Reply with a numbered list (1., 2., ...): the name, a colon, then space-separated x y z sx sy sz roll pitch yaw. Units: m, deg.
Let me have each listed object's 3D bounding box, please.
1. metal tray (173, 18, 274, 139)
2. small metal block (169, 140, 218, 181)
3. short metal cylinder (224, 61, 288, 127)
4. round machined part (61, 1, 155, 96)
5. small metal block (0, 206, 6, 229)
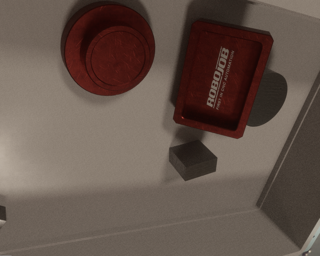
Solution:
1. metal tray: 0.073 -0.058 0.377 0.090 0.030 0.129 15 117 9
2. small metal block: 0.047 0.046 0.448 0.050 0.050 0.025 -14 124 -21
3. short metal cylinder: 0.129 -0.048 0.436 0.081 0.050 0.079 -14 125 -21
4. round machined part: -0.049 -0.078 0.324 0.099 0.042 0.097 -14 125 -21
5. small metal block: -0.217 0.112 0.360 0.050 0.025 0.050 32 100 -39
